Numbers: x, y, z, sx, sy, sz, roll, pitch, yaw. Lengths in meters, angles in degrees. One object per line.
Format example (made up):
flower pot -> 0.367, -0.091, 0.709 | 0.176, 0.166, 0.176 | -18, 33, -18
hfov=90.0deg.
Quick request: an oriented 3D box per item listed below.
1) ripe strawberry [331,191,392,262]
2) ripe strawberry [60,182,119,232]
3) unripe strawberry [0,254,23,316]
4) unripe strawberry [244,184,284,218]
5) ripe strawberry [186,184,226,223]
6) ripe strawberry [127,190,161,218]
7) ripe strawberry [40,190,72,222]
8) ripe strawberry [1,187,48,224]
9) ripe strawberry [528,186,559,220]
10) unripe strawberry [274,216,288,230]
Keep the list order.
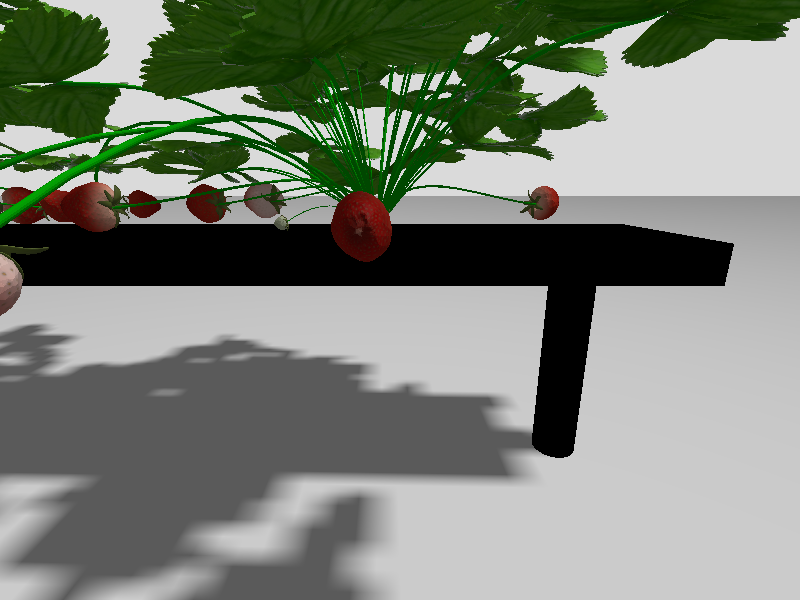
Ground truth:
ripe strawberry -> -0.019, -0.035, 0.192 | 0.029, 0.033, 0.032 | 0, 17, -1
ripe strawberry -> -0.247, -0.074, 0.321 | 0.037, 0.039, 0.034 | -2, 16, -5
unripe strawberry -> -0.113, -0.004, 0.098 | 0.025, 0.027, 0.028 | 6, -34, 19
unripe strawberry -> -0.154, -0.112, 0.449 | 0.039, 0.039, 0.043 | 12, 20, 38
ripe strawberry -> -0.204, -0.100, 0.417 | 0.040, 0.039, 0.037 | 6, 17, 22
ripe strawberry -> -0.300, -0.112, 0.471 | 0.033, 0.032, 0.030 | -12, 20, -37
ripe strawberry -> -0.326, -0.092, 0.392 | 0.036, 0.031, 0.036 | -5, 17, -19
ripe strawberry -> -0.378, -0.096, 0.407 | 0.037, 0.037, 0.035 | -11, 19, -35
ripe strawberry -> 0.156, -0.104, 0.429 | 0.034, 0.036, 0.031 | -8, 18, -26
unripe strawberry -> -0.100, -0.064, 0.336 | 0.011, 0.011, 0.010 | -10, 17, -4
